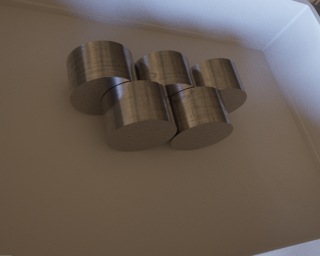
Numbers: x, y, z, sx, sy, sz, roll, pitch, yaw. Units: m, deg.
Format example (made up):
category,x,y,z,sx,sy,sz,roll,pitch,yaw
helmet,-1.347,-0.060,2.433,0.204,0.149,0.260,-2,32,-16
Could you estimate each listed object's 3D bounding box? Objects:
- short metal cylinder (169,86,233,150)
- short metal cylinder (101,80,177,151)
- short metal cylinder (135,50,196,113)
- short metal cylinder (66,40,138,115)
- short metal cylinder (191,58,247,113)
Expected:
category,x,y,z,sx,sy,sz,roll,pitch,yaw
short metal cylinder,0.048,-0.010,0.400,0.081,0.080,0.050,1,62,-28
short metal cylinder,-0.025,-0.012,0.362,0.081,0.080,0.050,1,62,-28
short metal cylinder,0.005,-0.055,0.404,0.081,0.080,0.050,1,62,-28
short metal cylinder,-0.067,-0.057,0.367,0.081,0.080,0.050,1,62,-28
short metal cylinder,0.077,-0.054,0.442,0.081,0.080,0.050,2,61,-28
